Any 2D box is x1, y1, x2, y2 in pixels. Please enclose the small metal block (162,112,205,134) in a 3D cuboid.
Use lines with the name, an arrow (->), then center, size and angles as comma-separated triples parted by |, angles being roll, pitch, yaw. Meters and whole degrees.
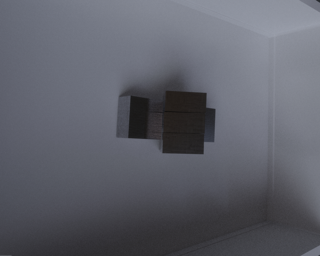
small metal block -> 0.028, -0.006, 0.401 | 0.050, 0.050, 0.025 | 2, 88, -4

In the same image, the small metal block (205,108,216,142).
small metal block -> 0.054, -0.005, 0.453 | 0.050, 0.025, 0.050 | 4, 88, -40

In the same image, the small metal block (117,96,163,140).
small metal block -> -0.025, -0.012, 0.386 | 0.050, 0.025, 0.050 | 5, 87, -40

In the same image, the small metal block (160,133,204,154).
small metal block -> 0.027, 0.020, 0.400 | 0.050, 0.050, 0.025 | 2, 88, -4

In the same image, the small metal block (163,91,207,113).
small metal block -> 0.030, -0.031, 0.402 | 0.050, 0.050, 0.025 | 3, 88, -4
